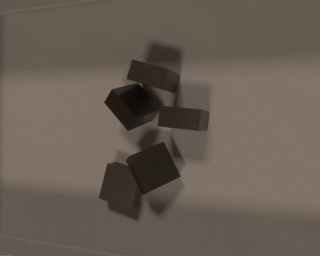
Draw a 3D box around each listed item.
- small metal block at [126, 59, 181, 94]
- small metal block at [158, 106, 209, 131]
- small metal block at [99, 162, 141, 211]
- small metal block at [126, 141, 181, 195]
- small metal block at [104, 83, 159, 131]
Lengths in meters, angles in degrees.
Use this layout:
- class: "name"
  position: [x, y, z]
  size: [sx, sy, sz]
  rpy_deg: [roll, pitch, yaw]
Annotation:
- class: "small metal block"
  position: [-0.007, -0.066, 0.399]
  size: [0.050, 0.050, 0.025]
  rpy_deg: [19, 96, 18]
- class: "small metal block"
  position: [0.031, -0.012, 0.386]
  size: [0.050, 0.050, 0.025]
  rpy_deg: [7, 93, 19]
- class: "small metal block"
  position: [-0.051, 0.079, 0.427]
  size: [0.050, 0.025, 0.050]
  rpy_deg: [16, 95, 19]
- class: "small metal block"
  position: [-0.009, 0.052, 0.400]
  size: [0.050, 0.025, 0.050]
  rpy_deg: [-23, 81, -20]
- class: "small metal block"
  position: [-0.035, -0.029, 0.406]
  size: [0.050, 0.050, 0.025]
  rpy_deg: [49, 128, 13]
